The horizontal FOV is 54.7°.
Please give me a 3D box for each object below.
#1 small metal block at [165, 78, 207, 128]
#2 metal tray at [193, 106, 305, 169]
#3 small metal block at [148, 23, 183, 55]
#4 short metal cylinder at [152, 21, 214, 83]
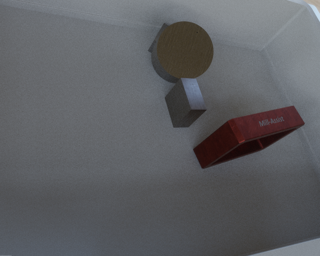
[{"bbox_3d":[0.034,-0.034,0.431,0.025,0.050,0.050,-1,62,-29],"label":"small metal block"},{"bbox_3d":[0.121,0.012,0.423,0.131,0.090,0.030,-11,68,-33],"label":"metal tray"},{"bbox_3d":[0.015,-0.133,0.497,0.050,0.025,0.050,30,52,-10],"label":"small metal block"},{"bbox_3d":[0.031,-0.107,0.450,0.081,0.050,0.079,0,91,-11],"label":"short metal cylinder"}]
